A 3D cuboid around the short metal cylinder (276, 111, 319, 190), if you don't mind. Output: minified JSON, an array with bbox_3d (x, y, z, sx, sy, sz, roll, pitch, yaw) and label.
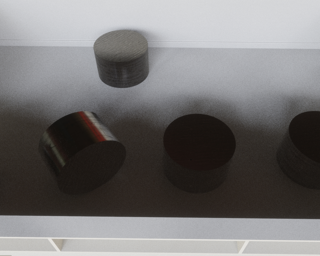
[{"bbox_3d":[0.187,0.026,0.368,0.081,0.050,0.080,0,50,0],"label":"short metal cylinder"}]

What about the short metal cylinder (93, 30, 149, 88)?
[{"bbox_3d":[-0.058,-0.107,0.478,0.080,0.050,0.080,0,50,0],"label":"short metal cylinder"}]

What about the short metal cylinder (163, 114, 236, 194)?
[{"bbox_3d":[0.044,0.029,0.364,0.080,0.050,0.080,0,50,0],"label":"short metal cylinder"}]

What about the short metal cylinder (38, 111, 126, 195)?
[{"bbox_3d":[-0.086,0.028,0.345,0.081,0.080,0.050,-29,56,-22],"label":"short metal cylinder"}]
